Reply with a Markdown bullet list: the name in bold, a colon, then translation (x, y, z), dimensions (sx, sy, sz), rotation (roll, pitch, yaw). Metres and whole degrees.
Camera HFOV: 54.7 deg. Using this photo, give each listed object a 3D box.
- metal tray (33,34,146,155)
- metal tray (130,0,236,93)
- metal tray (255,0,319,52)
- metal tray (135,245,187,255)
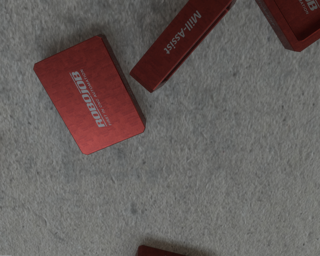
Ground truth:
- **metal tray**: translation (-0.084, -0.040, 0.391), dimensions (0.090, 0.030, 0.129), rotation (-23, 109, 7)
- **metal tray**: translation (0.028, -0.100, 0.336), dimensions (0.030, 0.090, 0.130), rotation (42, 105, -2)
- **metal tray**: translation (0.156, -0.164, 0.348), dimensions (0.090, 0.030, 0.130), rotation (-36, 107, 12)
- **metal tray**: translation (0.016, 0.247, 0.499), dimensions (0.131, 0.030, 0.089), rotation (16, 109, -7)
